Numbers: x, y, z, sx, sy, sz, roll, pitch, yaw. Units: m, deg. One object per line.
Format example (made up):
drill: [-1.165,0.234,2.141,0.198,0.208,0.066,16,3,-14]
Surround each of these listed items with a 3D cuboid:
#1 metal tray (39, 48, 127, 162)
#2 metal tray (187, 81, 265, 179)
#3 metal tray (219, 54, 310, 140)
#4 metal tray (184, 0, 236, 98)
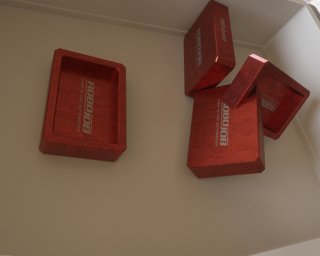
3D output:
metal tray: [-0.088,-0.029,0.372,0.091,0.030,0.130,10,57,-23]
metal tray: [0.088,0.000,0.414,0.030,0.090,0.130,52,38,-44]
metal tray: [0.153,-0.040,0.450,0.131,0.090,0.030,19,19,-39]
metal tray: [0.072,-0.120,0.477,0.030,0.090,0.130,15,55,-20]
